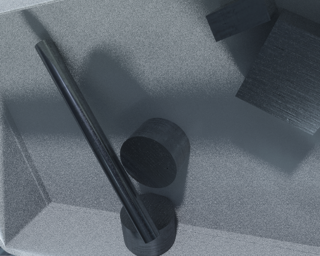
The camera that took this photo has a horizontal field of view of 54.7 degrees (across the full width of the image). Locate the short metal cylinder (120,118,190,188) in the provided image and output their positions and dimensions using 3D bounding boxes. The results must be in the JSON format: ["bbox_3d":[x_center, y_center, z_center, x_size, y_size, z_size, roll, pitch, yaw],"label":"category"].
[{"bbox_3d":[-0.006,0.033,0.415,0.080,0.050,0.079,13,124,20],"label":"short metal cylinder"}]

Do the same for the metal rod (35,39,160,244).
[{"bbox_3d":[-0.084,0.016,0.416,0.025,0.025,0.299,-31,88,37],"label":"metal rod"}]

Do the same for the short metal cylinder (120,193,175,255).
[{"bbox_3d":[-0.018,0.146,0.471,0.080,0.080,0.050,10,123,22],"label":"short metal cylinder"}]

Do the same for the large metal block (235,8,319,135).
[{"bbox_3d":[0.130,-0.053,0.291,0.080,0.050,0.079,29,128,9],"label":"large metal block"}]

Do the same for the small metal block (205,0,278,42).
[{"bbox_3d":[0.077,-0.106,0.286,0.050,0.050,0.025,-15,111,34],"label":"small metal block"}]
